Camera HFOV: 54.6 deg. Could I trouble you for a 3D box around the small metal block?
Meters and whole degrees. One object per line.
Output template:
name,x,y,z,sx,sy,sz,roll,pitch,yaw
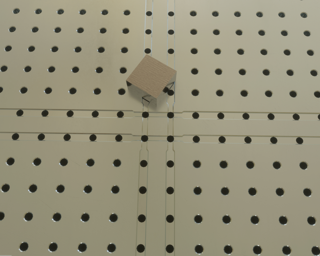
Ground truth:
small metal block,-0.012,-0.068,0.436,0.050,0.025,0.050,32,73,11
